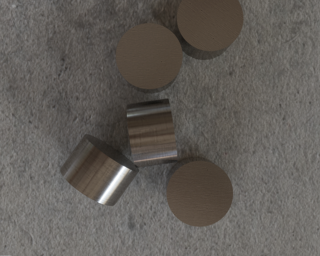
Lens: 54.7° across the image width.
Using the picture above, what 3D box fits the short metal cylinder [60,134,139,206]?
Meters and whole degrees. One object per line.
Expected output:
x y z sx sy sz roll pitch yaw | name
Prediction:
-0.073 0.051 0.382 0.080 0.080 0.050 35 90 -1 | short metal cylinder

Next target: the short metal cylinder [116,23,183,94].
-0.013 -0.087 0.397 0.081 0.050 0.079 0 90 -1 | short metal cylinder

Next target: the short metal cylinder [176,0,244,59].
0.060 -0.133 0.398 0.081 0.050 0.079 0 90 -1 | short metal cylinder

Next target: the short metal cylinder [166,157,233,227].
0.048 0.079 0.398 0.081 0.050 0.079 0 90 -1 | short metal cylinder

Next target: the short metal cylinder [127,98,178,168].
-0.009 0.006 0.382 0.050 0.080 0.080 -8 90 0 | short metal cylinder
